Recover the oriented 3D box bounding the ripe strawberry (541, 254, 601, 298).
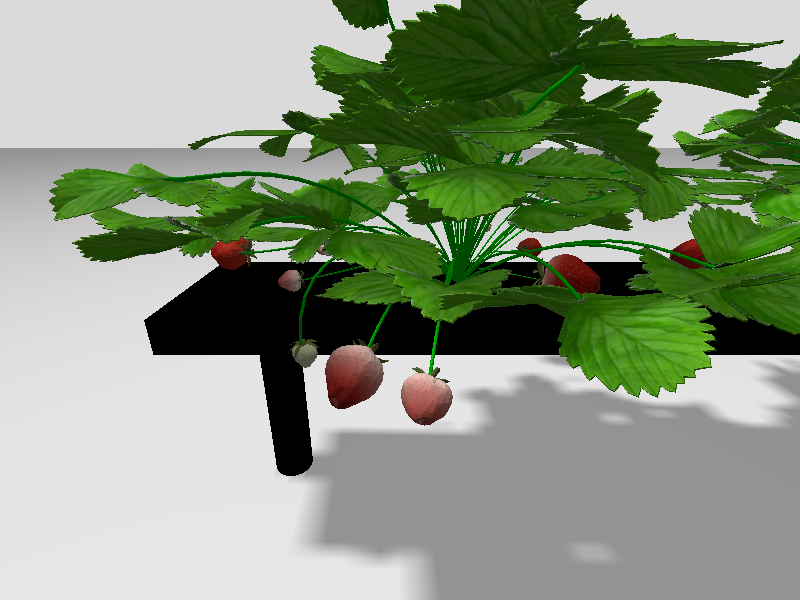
[{"bbox_3d":[0.138,-0.015,0.322,0.043,0.043,0.040,13,26,27],"label":"ripe strawberry"}]

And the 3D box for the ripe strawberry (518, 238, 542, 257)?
[{"bbox_3d":[0.146,-0.059,0.446,0.026,0.022,0.026,-19,29,-39],"label":"ripe strawberry"}]

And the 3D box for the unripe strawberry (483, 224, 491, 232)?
[{"bbox_3d":[0.120,-0.100,0.554,0.011,0.010,0.010,7,24,17],"label":"unripe strawberry"}]

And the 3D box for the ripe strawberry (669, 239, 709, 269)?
[{"bbox_3d":[0.293,-0.046,0.405,0.035,0.034,0.032,1,22,11],"label":"ripe strawberry"}]

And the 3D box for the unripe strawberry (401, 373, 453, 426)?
[{"bbox_3d":[0.012,0.048,0.192,0.025,0.021,0.025,5,38,12],"label":"unripe strawberry"}]

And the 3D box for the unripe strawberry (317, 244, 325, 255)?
[{"bbox_3d":[-0.087,-0.060,0.455,0.017,0.018,0.016,-19,7,39],"label":"unripe strawberry"}]

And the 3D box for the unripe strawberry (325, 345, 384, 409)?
[{"bbox_3d":[-0.025,0.040,0.203,0.030,0.032,0.033,10,40,22],"label":"unripe strawberry"}]

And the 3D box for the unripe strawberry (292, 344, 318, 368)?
[{"bbox_3d":[-0.057,0.033,0.240,0.015,0.015,0.013,17,28,35],"label":"unripe strawberry"}]

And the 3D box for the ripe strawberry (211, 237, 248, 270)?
[{"bbox_3d":[-0.173,-0.049,0.408,0.038,0.033,0.038,4,23,11],"label":"ripe strawberry"}]
